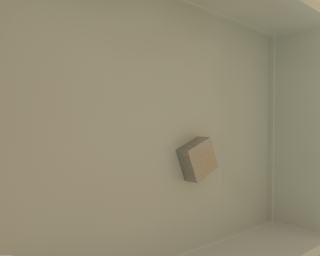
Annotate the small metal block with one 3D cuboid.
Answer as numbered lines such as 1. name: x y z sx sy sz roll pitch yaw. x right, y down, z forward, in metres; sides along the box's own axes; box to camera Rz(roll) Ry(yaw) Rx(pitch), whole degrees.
1. small metal block: 0.055 0.045 0.456 0.050 0.025 0.050 -28 108 -37
